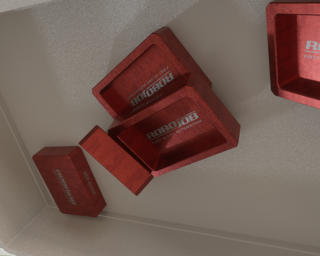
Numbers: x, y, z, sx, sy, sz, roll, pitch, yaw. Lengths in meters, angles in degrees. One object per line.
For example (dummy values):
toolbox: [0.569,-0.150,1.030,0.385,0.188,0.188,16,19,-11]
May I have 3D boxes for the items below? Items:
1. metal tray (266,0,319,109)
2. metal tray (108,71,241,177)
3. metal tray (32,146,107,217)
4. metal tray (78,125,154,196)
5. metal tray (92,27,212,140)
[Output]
metal tray: [0.146,-0.057,0.244,0.130,0.030,0.089,34,144,54]
metal tray: [0.014,0.003,0.360,0.130,0.030,0.090,-27,117,36]
metal tray: [-0.158,0.095,0.545,0.090,0.030,0.129,-4,117,29]
metal tray: [-0.059,0.045,0.413,0.090,0.030,0.130,42,169,-2]
metal tray: [-0.014,-0.048,0.381,0.130,0.030,0.090,-33,101,38]
